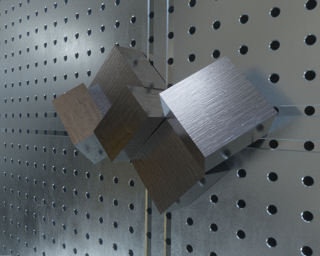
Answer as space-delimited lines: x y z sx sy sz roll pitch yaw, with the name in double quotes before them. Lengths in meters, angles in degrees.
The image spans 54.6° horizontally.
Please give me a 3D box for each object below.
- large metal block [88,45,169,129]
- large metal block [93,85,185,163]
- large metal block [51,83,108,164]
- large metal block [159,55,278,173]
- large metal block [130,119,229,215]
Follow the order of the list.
"large metal block" -0.045 -0.054 0.431 0.080 0.050 0.080 -50 61 30
"large metal block" -0.023 -0.005 0.393 0.080 0.081 0.050 -50 62 28
"large metal block" -0.103 -0.004 0.450 0.050 0.080 0.080 -31 65 -6
"large metal block" 0.057 -0.014 0.319 0.080 0.050 0.080 -31 65 -7
"large metal block" 0.021 0.045 0.376 0.080 0.050 0.080 -48 60 29
